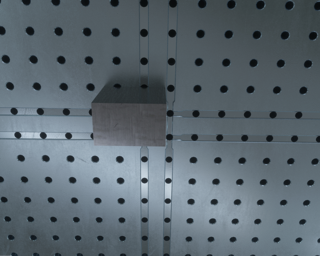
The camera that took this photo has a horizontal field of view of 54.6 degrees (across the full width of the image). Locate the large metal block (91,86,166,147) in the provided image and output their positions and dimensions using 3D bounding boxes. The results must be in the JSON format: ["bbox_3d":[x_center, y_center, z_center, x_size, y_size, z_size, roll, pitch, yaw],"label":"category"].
[{"bbox_3d":[-0.034,-0.017,0.378,0.080,0.080,0.050,1,110,0],"label":"large metal block"}]
